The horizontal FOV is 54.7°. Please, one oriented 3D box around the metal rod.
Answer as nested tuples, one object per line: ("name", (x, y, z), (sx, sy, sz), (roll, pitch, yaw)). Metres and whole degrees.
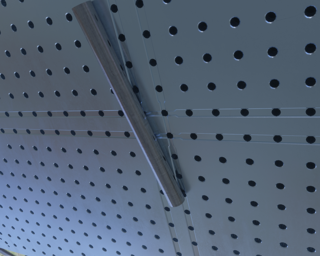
("metal rod", (-0.034, -0.018, 0.416), (0.025, 0.025, 0.299), (-12, 113, 33))
